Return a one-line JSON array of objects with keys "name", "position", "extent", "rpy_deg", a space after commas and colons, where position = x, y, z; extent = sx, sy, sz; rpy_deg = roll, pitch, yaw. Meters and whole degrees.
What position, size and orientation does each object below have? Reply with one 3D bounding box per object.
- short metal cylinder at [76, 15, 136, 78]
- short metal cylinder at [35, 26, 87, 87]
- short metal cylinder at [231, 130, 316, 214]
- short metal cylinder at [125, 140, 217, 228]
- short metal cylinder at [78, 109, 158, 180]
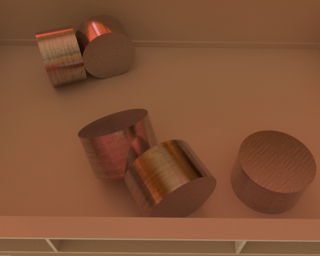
[{"name": "short metal cylinder", "position": [-0.084, -0.123, 0.472], "extent": [0.081, 0.080, 0.050], "rpy_deg": [-17, 53, -14]}, {"name": "short metal cylinder", "position": [-0.145, -0.105, 0.456], "extent": [0.050, 0.080, 0.080], "rpy_deg": [-17, 52, -14]}, {"name": "short metal cylinder", "position": [0.125, 0.049, 0.349], "extent": [0.081, 0.050, 0.080], "rpy_deg": [0, 50, 0]}, {"name": "short metal cylinder", "position": [0.011, 0.058, 0.321], "extent": [0.081, 0.080, 0.050], "rpy_deg": [-23, 54, -19]}, {"name": "short metal cylinder", "position": [-0.045, 0.016, 0.351], "extent": [0.080, 0.050, 0.080], "rpy_deg": [-15, 18, 5]}]
